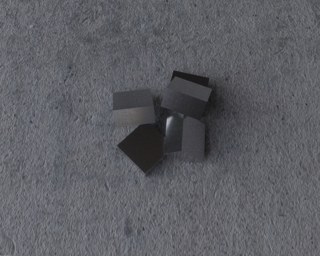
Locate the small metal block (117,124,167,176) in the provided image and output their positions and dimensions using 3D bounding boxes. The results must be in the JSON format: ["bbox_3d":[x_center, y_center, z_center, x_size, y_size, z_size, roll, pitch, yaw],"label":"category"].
[{"bbox_3d":[-0.018,0.026,0.400,0.050,0.025,0.050,-43,76,-14],"label":"small metal block"}]

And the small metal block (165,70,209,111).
[{"bbox_3d":[0.037,-0.047,0.427,0.050,0.025,0.050,13,70,4],"label":"small metal block"}]

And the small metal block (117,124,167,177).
[{"bbox_3d":[-0.018,0.026,0.400,0.050,0.025,0.050,-43,76,-14],"label":"small metal block"}]

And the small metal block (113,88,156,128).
[{"bbox_3d":[-0.034,-0.027,0.406,0.050,0.025,0.050,-7,33,-3],"label":"small metal block"}]

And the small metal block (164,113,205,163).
[{"bbox_3d":[0.032,0.013,0.389,0.025,0.050,0.050,-11,64,37],"label":"small metal block"}]

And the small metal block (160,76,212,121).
[{"bbox_3d":[0.034,-0.038,0.383,0.050,0.025,0.050,20,28,7],"label":"small metal block"}]
